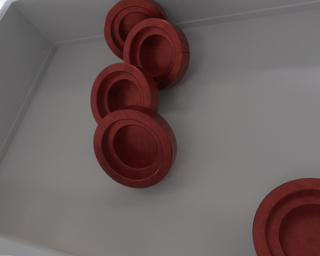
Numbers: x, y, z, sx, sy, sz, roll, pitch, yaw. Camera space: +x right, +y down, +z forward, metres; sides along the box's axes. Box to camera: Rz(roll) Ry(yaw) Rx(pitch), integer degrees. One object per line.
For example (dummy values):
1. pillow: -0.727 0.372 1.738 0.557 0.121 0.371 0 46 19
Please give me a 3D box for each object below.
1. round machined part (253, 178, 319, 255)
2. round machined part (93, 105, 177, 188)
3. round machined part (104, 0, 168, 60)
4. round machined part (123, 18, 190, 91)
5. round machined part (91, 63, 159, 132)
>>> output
1. round machined part: 0.134 0.096 0.265 0.098 0.042 0.098 -13 56 21
2. round machined part: -0.026 0.020 0.374 0.098 0.097 0.042 -11 13 22
3. round machined part: -0.033 -0.152 0.477 0.098 0.098 0.042 -19 29 17
4. round machined part: -0.001 -0.102 0.437 0.098 0.042 0.097 8 105 32
5. round machined part: -0.043 -0.038 0.423 0.098 0.042 0.097 2 94 29
